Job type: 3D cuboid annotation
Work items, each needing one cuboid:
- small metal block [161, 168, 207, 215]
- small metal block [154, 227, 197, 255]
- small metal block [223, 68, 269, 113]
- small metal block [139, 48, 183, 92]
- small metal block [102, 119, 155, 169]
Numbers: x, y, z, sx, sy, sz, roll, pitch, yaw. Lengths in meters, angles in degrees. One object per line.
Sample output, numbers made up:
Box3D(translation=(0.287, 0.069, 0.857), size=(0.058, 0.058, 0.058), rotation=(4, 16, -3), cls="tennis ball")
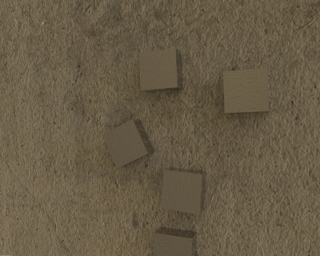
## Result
Box3D(translation=(0.031, 0.080, 0.398), size=(0.050, 0.025, 0.050), rotation=(4, 91, 20), cls="small metal block")
Box3D(translation=(0.020, 0.160, 0.402), size=(0.050, 0.025, 0.050), rotation=(2, 91, 20), cls="small metal block")
Box3D(translation=(0.104, -0.043, 0.372), size=(0.050, 0.025, 0.050), rotation=(-2, 89, 20), cls="small metal block")
Box3D(translation=(0.002, -0.075, 0.408), size=(0.050, 0.025, 0.050), rotation=(-3, 89, 20), cls="small metal block")
Box3D(translation=(-0.043, 0.021, 0.424), size=(0.050, 0.025, 0.050), rotation=(-27, 81, 18), cls="small metal block")
